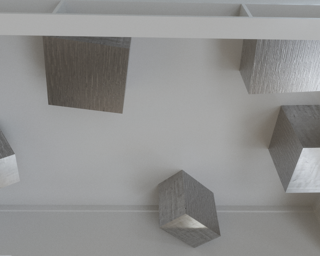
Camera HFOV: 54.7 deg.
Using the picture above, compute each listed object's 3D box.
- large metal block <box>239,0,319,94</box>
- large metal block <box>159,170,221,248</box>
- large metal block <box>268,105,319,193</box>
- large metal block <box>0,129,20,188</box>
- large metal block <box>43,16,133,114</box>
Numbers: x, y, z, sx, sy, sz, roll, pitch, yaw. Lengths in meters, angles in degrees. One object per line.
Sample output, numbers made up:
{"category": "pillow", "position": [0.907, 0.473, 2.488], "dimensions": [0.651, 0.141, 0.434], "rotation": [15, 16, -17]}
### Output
{"category": "large metal block", "position": [0.133, -0.084, 0.323], "dimensions": [0.080, 0.050, 0.079], "rotation": [-3, 130, 2]}
{"category": "large metal block", "position": [0.044, 0.126, 0.481], "dimensions": [0.050, 0.080, 0.080], "rotation": [-36, 122, 26]}
{"category": "large metal block", "position": [0.184, 0.026, 0.398], "dimensions": [0.050, 0.080, 0.079], "rotation": [-1, 130, 0]}
{"category": "large metal block", "position": [-0.232, 0.038, 0.381], "dimensions": [0.081, 0.080, 0.050], "rotation": [-21, 140, -34]}
{"category": "large metal block", "position": [-0.075, -0.067, 0.335], "dimensions": [0.081, 0.050, 0.079], "rotation": [7, 130, -6]}
